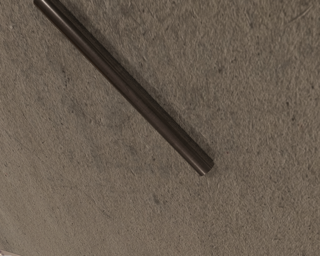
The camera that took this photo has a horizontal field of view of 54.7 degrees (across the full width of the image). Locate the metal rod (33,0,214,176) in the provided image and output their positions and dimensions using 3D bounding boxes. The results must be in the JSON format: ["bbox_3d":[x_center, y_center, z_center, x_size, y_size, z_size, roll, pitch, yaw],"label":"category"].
[{"bbox_3d":[-0.042,-0.053,0.394,0.300,0.025,0.025,46,129,-5],"label":"metal rod"}]
